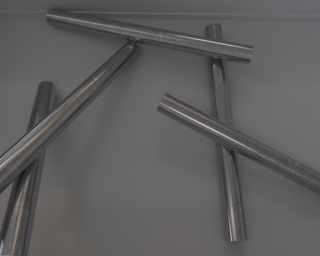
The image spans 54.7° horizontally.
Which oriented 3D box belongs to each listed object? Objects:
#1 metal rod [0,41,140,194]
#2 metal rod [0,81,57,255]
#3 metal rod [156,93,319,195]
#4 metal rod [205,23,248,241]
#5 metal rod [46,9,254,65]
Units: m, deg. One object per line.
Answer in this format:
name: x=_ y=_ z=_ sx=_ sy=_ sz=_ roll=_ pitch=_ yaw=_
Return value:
metal rod: x=-0.104 y=-0.021 z=0.354 sx=0.025 sy=0.025 sz=0.301 roll=26 pitch=48 yaw=9
metal rod: x=-0.135 y=0.045 z=0.321 sx=0.025 sy=0.025 sz=0.300 roll=-9 pitch=43 yaw=-3
metal rod: x=0.135 y=0.037 z=0.376 sx=0.301 sy=0.025 sz=0.025 roll=27 pitch=72 yaw=1
metal rod: x=0.085 y=-0.009 z=0.413 sx=0.025 sy=0.025 sz=0.299 roll=-2 pitch=70 yaw=-1
metal rod: x=-0.021 y=-0.132 z=0.441 sx=0.301 sy=0.025 sz=0.025 roll=14 pitch=71 yaw=11
